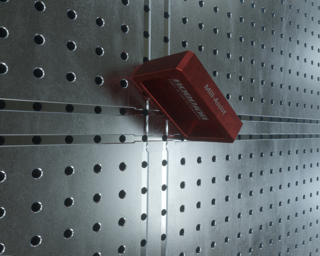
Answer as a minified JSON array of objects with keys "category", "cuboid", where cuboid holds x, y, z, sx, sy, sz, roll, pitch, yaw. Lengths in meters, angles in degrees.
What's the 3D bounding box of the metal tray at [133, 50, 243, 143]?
[{"category":"metal tray","cuboid":[0.036,-0.034,0.399,0.130,0.090,0.030,48,61,-30]}]
